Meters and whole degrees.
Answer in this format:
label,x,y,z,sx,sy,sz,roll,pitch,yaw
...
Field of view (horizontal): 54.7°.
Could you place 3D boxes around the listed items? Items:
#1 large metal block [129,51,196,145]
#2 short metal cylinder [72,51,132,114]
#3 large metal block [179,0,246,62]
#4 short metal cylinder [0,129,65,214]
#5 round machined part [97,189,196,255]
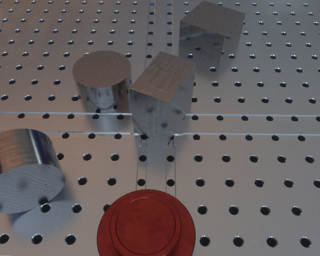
label,x,y,z,sx,sy,sz,roll,pitch,yaw
large metal block,0.005,-0.039,0.404,0.050,0.080,0.080,21,53,17
short metal cylinder,-0.080,-0.067,0.447,0.081,0.050,0.080,0,50,0
large metal block,0.089,-0.169,0.533,0.080,0.050,0.080,27,55,20
short metal cylinder,-0.149,0.047,0.332,0.081,0.080,0.050,-22,53,-17
round machined part,-0.013,0.104,0.309,0.099,0.042,0.098,0,50,0
